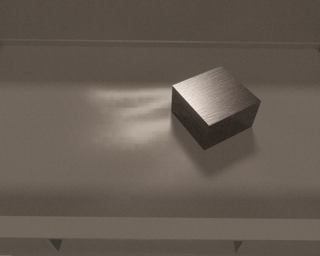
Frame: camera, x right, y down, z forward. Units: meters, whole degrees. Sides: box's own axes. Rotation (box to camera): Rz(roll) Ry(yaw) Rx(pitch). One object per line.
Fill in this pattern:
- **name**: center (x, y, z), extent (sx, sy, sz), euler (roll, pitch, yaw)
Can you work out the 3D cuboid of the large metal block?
- **large metal block**: center (0.071, -0.029, 0.414), extent (0.081, 0.050, 0.080), euler (-24, 54, -20)
